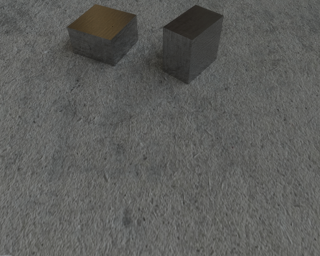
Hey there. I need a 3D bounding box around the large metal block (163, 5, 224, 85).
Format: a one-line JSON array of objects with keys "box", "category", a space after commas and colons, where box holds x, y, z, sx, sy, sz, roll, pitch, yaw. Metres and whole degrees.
[{"box": [0.049, -0.128, 0.475, 0.050, 0.080, 0.080, 32, 57, 24], "category": "large metal block"}]

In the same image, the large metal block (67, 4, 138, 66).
[{"box": [-0.092, -0.157, 0.518, 0.080, 0.050, 0.080, 20, 53, 16], "category": "large metal block"}]
